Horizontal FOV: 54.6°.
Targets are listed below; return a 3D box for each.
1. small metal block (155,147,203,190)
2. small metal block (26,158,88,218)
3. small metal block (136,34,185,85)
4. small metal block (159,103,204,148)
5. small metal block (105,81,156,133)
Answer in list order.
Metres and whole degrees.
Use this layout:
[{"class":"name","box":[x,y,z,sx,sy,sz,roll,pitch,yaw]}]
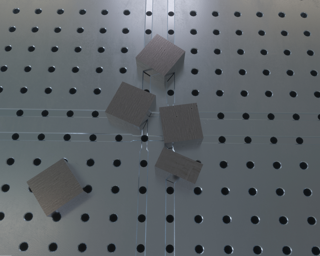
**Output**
[{"class":"small metal block","box":[0.022,0.051,0.380,0.050,0.050,0.025,23,72,8]},{"class":"small metal block","box":[-0.126,0.074,0.384,0.050,0.025,0.050,-34,74,-12]},{"class":"small metal block","box":[0.001,-0.100,0.448,0.050,0.025,0.050,35,74,12]},{"class":"small metal block","box":[0.027,-0.003,0.413,0.050,0.025,0.050,-7,70,-3]},{"class":"small metal block","box":[-0.039,-0.028,0.422,0.050,0.025,0.050,24,72,8]}]
